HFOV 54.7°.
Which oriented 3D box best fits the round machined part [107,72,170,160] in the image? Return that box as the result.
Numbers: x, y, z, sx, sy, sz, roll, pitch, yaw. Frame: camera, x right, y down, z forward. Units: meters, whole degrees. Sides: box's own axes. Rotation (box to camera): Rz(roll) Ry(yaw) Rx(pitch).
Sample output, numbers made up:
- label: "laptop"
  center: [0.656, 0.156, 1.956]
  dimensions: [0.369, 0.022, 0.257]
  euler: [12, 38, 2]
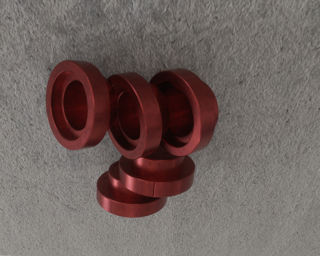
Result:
- label: "round machined part"
  center: [-0.026, -0.016, 0.357]
  dimensions: [0.042, 0.098, 0.097]
  euler: [-16, 139, -33]

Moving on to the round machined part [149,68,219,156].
- label: "round machined part"
  center: [0.028, -0.020, 0.355]
  dimensions: [0.042, 0.098, 0.097]
  euler: [-17, 140, -34]

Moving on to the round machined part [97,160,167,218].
- label: "round machined part"
  center: [-0.037, 0.075, 0.427]
  dimensions: [0.099, 0.098, 0.042]
  euler: [4, 112, -4]

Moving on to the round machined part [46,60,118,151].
- label: "round machined part"
  center: [-0.085, -0.026, 0.349]
  dimensions: [0.042, 0.098, 0.097]
  euler: [-8, 144, -46]

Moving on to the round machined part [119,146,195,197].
- label: "round machined part"
  center: [-0.003, 0.044, 0.400]
  dimensions: [0.099, 0.098, 0.042]
  euler: [3, 112, -3]
